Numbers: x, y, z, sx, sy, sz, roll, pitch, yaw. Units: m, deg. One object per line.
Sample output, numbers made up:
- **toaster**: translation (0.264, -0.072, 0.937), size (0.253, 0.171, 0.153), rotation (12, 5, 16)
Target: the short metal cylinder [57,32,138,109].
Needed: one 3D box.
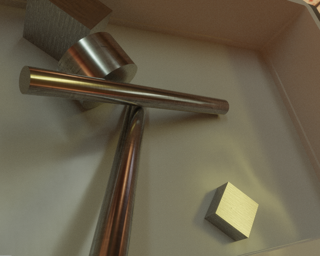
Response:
- **short metal cylinder**: translation (-0.074, -0.068, 0.373), size (0.081, 0.080, 0.050), rotation (-33, 81, -38)

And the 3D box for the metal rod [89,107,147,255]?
- **metal rod**: translation (-0.031, 0.033, 0.287), size (0.025, 0.025, 0.300), rotation (26, 26, -13)

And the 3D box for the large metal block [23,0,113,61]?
- **large metal block**: translation (-0.117, -0.130, 0.387), size (0.080, 0.080, 0.050), rotation (35, 51, -6)

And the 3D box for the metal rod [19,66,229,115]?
- **metal rod**: translation (-0.010, -0.037, 0.374), size (0.302, 0.025, 0.025), rotation (3, 60, -45)

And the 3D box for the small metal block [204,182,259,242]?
- **small metal block**: translation (0.091, 0.106, 0.392), size (0.050, 0.025, 0.050), rotation (38, 51, -4)
